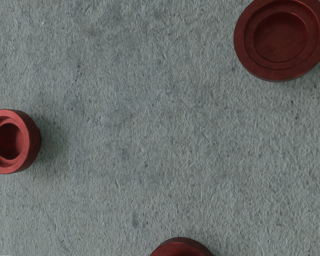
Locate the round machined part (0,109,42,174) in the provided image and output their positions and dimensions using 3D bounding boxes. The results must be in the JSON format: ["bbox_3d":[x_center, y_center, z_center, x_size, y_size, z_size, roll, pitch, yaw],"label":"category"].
[{"bbox_3d":[-0.226,0.020,0.480,0.098,0.042,0.097,0,90,20],"label":"round machined part"}]

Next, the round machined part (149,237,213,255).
[{"bbox_3d":[0.025,0.194,0.391,0.098,0.042,0.097,0,90,20],"label":"round machined part"}]

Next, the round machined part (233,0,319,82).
[{"bbox_3d":[0.136,-0.100,0.352,0.098,0.042,0.097,0,90,20],"label":"round machined part"}]
